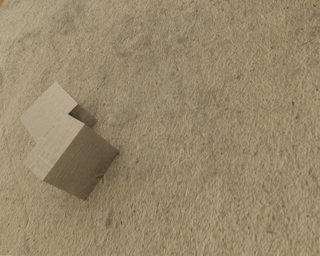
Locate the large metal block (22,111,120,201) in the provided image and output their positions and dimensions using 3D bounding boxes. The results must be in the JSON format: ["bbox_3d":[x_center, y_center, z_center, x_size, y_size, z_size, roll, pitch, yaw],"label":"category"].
[{"bbox_3d":[-0.112,0.038,0.405,0.050,0.080,0.080,25,75,37],"label":"large metal block"}]

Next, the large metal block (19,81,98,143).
[{"bbox_3d":[-0.157,-0.013,0.479,0.080,0.050,0.080,-47,51,-5],"label":"large metal block"}]
